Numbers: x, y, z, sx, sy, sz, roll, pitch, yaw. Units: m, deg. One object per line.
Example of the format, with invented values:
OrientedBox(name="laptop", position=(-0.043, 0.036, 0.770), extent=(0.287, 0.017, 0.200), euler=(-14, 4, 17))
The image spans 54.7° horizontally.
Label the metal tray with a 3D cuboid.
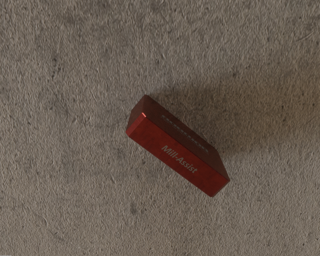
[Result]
OrientedBox(name="metal tray", position=(0.022, 0.019, 0.384), extent=(0.130, 0.090, 0.030), euler=(38, 106, -13))
